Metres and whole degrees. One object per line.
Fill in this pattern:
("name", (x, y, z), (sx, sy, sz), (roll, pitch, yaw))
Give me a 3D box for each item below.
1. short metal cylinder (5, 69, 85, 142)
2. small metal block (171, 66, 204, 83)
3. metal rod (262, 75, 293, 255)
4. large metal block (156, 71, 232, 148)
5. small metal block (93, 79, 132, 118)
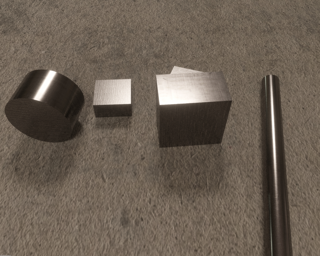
("short metal cylinder", (-0.142, -0.026, 0.388), (0.080, 0.080, 0.050), (7, 50, 5))
("small metal block", (0.037, -0.061, 0.455), (0.050, 0.025, 0.050), (14, 51, 11))
("metal rod", (0.136, 0.042, 0.369), (0.025, 0.025, 0.300), (9, 50, 7))
("large metal block", (0.037, -0.021, 0.386), (0.081, 0.080, 0.050), (-4, 50, -4))
("small metal block", (-0.066, -0.043, 0.438), (0.050, 0.025, 0.050), (-2, 50, -3))
